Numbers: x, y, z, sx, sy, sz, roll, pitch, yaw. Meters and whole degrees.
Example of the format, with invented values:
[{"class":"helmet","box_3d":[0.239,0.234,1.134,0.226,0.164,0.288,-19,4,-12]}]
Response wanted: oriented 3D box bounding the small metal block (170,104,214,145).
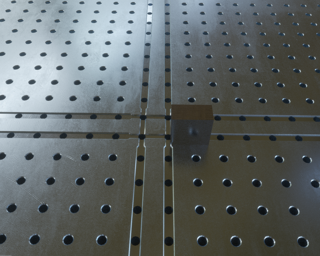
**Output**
[{"class":"small metal block","box_3d":[0.039,-0.004,0.395,0.050,0.050,0.025,1,50,0]}]
